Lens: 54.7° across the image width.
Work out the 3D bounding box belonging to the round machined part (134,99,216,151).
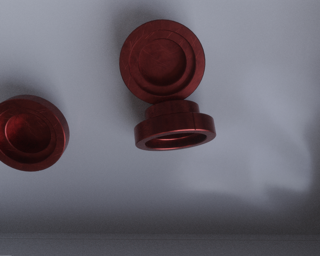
[{"bbox_3d":[0.017,-0.003,0.382,0.099,0.098,0.042,-7,74,2],"label":"round machined part"}]

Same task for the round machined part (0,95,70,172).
[{"bbox_3d":[-0.167,0.004,0.401,0.099,0.042,0.097,0,110,-1],"label":"round machined part"}]

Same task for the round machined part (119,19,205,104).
[{"bbox_3d":[0.003,-0.080,0.373,0.099,0.042,0.097,0,110,-1],"label":"round machined part"}]
